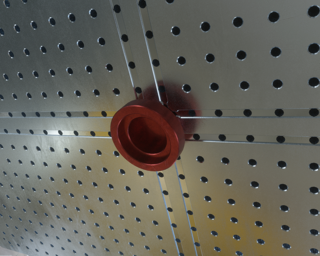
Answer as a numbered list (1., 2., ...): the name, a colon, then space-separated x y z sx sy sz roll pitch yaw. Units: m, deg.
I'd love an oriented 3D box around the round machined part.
1. round machined part: -0.013 0.006 0.410 0.098 0.042 0.097 13 124 21
